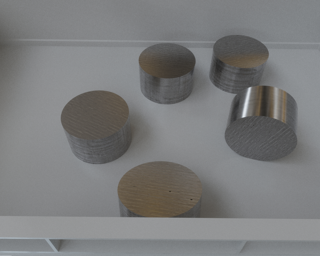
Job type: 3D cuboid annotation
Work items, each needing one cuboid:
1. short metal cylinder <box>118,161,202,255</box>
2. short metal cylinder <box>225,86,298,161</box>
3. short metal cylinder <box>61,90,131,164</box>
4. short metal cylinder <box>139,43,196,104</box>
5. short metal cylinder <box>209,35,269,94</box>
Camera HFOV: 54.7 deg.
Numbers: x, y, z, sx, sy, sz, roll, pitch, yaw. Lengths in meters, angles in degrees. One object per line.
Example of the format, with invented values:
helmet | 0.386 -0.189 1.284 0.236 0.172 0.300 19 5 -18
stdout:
short metal cylinder | 0.000 0.077 0.309 0.081 0.050 0.080 0 31 0
short metal cylinder | 0.123 -0.005 0.375 0.080 0.080 0.050 13 51 10
short metal cylinder | -0.078 -0.002 0.389 0.081 0.050 0.080 0 50 0
short metal cylinder | 0.010 -0.081 0.457 0.081 0.050 0.080 0 50 0
short metal cylinder | 0.118 -0.098 0.473 0.081 0.050 0.080 0 50 0
